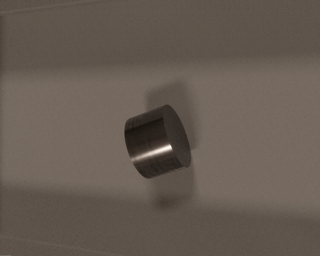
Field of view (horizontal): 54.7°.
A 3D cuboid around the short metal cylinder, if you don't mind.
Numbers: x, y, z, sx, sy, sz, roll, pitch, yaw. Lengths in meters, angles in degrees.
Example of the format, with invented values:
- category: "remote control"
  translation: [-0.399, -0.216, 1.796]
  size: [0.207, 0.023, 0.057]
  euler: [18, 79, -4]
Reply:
- category: "short metal cylinder"
  translation: [-0.001, 0.017, 0.381]
  size: [0.050, 0.080, 0.080]
  euler: [-20, 84, 19]
